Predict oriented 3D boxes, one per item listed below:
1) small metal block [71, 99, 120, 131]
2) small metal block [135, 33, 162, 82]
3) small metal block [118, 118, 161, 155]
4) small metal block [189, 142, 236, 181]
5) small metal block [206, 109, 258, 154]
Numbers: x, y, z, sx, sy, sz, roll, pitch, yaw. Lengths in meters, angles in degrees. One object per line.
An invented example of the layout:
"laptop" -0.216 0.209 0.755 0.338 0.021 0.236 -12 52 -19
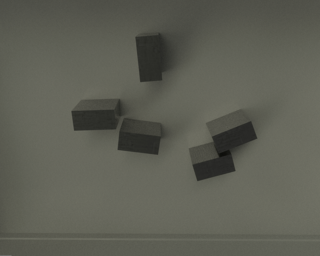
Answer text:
"small metal block" -0.078 -0.018 0.390 0.050 0.050 0.025 -2 110 0
"small metal block" -0.012 -0.085 0.367 0.025 0.050 0.050 -5 110 1
"small metal block" -0.026 0.010 0.401 0.050 0.050 0.025 7 110 -3
"small metal block" 0.068 0.042 0.414 0.050 0.050 0.025 -16 110 5
"small metal block" 0.091 0.003 0.400 0.050 0.050 0.025 -22 109 7
